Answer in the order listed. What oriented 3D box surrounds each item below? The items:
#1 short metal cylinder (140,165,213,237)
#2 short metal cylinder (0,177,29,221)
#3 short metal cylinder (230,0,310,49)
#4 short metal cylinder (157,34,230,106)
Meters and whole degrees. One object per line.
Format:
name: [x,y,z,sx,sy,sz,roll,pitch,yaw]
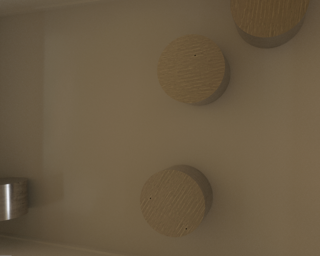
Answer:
short metal cylinder: [0.022,0.089,0.389,0.080,0.050,0.079,0,90,19]
short metal cylinder: [-0.241,0.105,0.464,0.080,0.080,0.050,-2,90,19]
short metal cylinder: [0.124,-0.137,0.353,0.080,0.050,0.079,0,90,19]
short metal cylinder: [0.043,-0.069,0.382,0.080,0.050,0.079,0,90,19]
